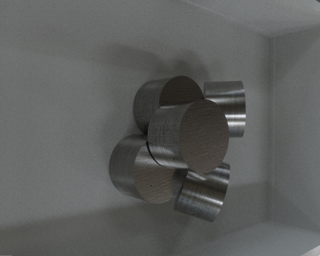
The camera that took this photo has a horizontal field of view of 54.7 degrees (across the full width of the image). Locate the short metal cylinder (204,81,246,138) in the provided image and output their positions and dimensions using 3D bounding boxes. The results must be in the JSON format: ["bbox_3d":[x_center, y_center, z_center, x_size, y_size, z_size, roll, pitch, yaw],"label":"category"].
[{"bbox_3d":[0.089,-0.026,0.438,0.080,0.050,0.079,-3,92,-84],"label":"short metal cylinder"}]

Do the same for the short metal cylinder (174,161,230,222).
[{"bbox_3d":[0.054,0.077,0.408,0.050,0.080,0.080,18,75,3],"label":"short metal cylinder"}]

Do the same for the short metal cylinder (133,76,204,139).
[{"bbox_3d":[0.013,-0.025,0.401,0.081,0.050,0.079,0,90,-40],"label":"short metal cylinder"}]

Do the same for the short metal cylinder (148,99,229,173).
[{"bbox_3d":[0.033,0.009,0.351,0.081,0.050,0.079,0,90,-40],"label":"short metal cylinder"}]

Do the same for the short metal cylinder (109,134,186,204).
[{"bbox_3d":[-0.014,0.048,0.379,0.081,0.050,0.079,0,90,-40],"label":"short metal cylinder"}]
